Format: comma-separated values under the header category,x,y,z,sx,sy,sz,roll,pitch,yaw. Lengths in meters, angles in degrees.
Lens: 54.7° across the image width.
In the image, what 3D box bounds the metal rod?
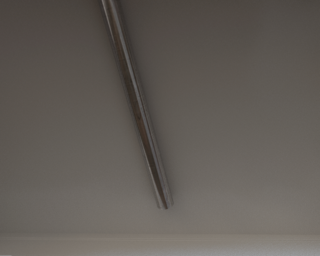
category,x,y,z,sx,sy,sz,roll,pitch,yaw
metal rod,-0.027,-0.024,0.402,0.025,0.025,0.298,-13,110,4
